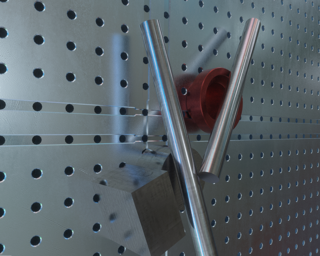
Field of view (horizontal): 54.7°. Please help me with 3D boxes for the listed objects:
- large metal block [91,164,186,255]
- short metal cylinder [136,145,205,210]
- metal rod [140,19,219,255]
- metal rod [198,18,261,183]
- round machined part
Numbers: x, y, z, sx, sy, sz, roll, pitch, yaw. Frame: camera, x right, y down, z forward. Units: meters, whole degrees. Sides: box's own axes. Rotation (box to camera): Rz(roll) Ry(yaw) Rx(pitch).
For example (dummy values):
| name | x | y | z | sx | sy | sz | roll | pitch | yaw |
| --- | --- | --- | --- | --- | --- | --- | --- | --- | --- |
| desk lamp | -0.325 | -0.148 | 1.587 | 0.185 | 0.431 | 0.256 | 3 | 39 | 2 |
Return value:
| name | x | y | z | sx | sy | sz | roll | pitch | yaw |
| --- | --- | --- | --- | --- | --- | --- | --- | --- | --- |
| large metal block | -0.025 | 0.091 | 0.354 | 0.050 | 0.080 | 0.080 | -26 | 107 | -37 |
| short metal cylinder | 0.014 | 0.063 | 0.407 | 0.081 | 0.050 | 0.079 | 0 | 90 | -40 |
| metal rod | 0.023 | 0.018 | 0.367 | 0.025 | 0.025 | 0.298 | -11 | 86 | -40 |
| metal rod | 0.106 | -0.058 | 0.437 | 0.025 | 0.025 | 0.300 | 46 | 51 | -31 |
| round machined part | 0.078 | -0.039 | 0.466 | 0.099 | 0.042 | 0.097 | 0 | 90 | -41 |
